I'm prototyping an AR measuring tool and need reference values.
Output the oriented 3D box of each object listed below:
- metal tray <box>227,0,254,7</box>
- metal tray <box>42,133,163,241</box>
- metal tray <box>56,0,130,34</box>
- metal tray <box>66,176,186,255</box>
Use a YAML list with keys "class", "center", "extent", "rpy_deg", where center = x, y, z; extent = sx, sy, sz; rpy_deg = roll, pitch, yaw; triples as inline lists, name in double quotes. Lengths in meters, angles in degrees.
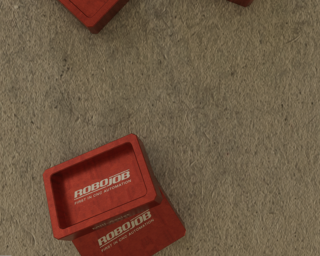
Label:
- class: "metal tray"
  center: [0.076, -0.227, 0.408]
  extent: [0.131, 0.030, 0.090]
  rpy_deg: [20, 90, 0]
- class: "metal tray"
  center: [-0.073, 0.073, 0.384]
  extent: [0.130, 0.030, 0.090]
  rpy_deg: [-23, 64, 4]
- class: "metal tray"
  center: [-0.105, -0.201, 0.406]
  extent: [0.130, 0.030, 0.090]
  rpy_deg: [43, 90, 0]
- class: "metal tray"
  center: [-0.044, 0.130, 0.407]
  extent: [0.130, 0.030, 0.090]
  rpy_deg: [-31, 90, 0]
